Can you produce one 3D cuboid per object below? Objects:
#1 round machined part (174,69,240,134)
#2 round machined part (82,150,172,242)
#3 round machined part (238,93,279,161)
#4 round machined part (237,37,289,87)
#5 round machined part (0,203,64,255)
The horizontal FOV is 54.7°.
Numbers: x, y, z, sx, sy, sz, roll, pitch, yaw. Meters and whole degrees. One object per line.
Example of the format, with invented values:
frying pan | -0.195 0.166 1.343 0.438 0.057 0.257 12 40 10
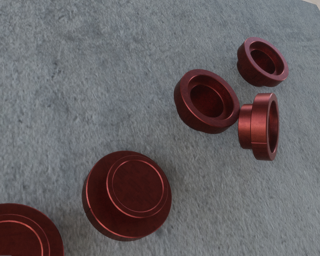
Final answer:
round machined part | 0.063 -0.034 0.450 0.099 0.042 0.098 14 56 -21
round machined part | -0.031 0.068 0.336 0.099 0.042 0.098 14 56 -21
round machined part | 0.144 -0.002 0.453 0.099 0.042 0.097 -3 94 -60
round machined part | 0.180 -0.114 0.562 0.099 0.042 0.098 14 56 -21
round machined part | -0.130 0.110 0.256 0.099 0.042 0.098 14 56 -21
